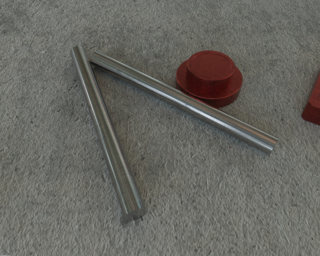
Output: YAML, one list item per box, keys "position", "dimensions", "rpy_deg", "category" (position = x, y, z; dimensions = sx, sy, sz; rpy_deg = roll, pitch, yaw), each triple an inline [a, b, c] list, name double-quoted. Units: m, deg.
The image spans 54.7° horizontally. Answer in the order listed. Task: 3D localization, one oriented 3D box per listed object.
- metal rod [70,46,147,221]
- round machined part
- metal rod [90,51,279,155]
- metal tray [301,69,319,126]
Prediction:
- position: [-0.079, -0.016, 0.415]
  dimensions: [0.025, 0.025, 0.300]
  rpy_deg: [-16, 52, -14]
  category: "metal rod"
- position: [0.073, -0.078, 0.459]
  dimensions: [0.099, 0.042, 0.098]
  rpy_deg: [0, 50, 0]
  category: "round machined part"
- position: [0.020, -0.044, 0.440]
  dimensions: [0.300, 0.025, 0.025]
  rpy_deg: [29, 56, 21]
  category: "metal rod"
- position: [0.267, -0.048, 0.443]
  dimensions: [0.090, 0.030, 0.130]
  rpy_deg: [24, 54, 19]
  category: "metal tray"
